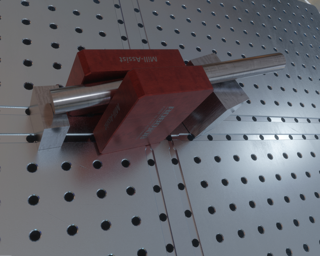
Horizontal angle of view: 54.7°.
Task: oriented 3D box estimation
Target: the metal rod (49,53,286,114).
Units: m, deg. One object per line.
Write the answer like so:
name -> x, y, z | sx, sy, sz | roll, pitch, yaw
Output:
metal rod -> 0.029, -0.058, 0.364 | 0.303, 0.025, 0.025 | -14, 69, -24

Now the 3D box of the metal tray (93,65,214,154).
metal tray -> -0.012, -0.017, 0.346 | 0.091, 0.129, 0.030 | -10, 68, -33

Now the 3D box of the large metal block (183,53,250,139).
large metal block -> 0.062, -0.044, 0.434 | 0.050, 0.080, 0.080 | -25, 76, -37

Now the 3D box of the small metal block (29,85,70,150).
small metal block -> -0.121, -0.011, 0.334 | 0.025, 0.050, 0.050 | -9, 66, -32

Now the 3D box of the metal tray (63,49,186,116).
metal tray -> -0.042, -0.056, 0.378 | 0.131, 0.090, 0.030 | -9, 68, -33
